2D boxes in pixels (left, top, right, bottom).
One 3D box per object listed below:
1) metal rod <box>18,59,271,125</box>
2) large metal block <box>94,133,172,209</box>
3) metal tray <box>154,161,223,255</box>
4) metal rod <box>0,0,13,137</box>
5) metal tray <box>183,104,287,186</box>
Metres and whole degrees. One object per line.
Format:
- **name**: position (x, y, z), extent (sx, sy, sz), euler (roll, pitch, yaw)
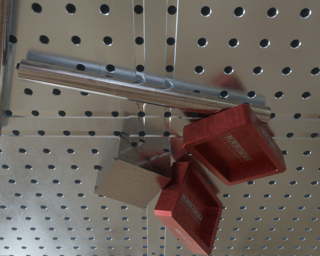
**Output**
- **metal rod**: position (-0.010, -0.041, 0.376), extent (0.302, 0.025, 0.025), euler (10, 129, -9)
- **large metal block**: position (-0.039, 0.065, 0.450), extent (0.080, 0.050, 0.080), euler (23, 126, -19)
- **metal tray**: position (0.049, 0.123, 0.471), extent (0.030, 0.090, 0.130), euler (-6, 135, 36)
- **metal rod**: position (-0.172, -0.098, 0.325), extent (0.025, 0.025, 0.298), euler (16, 128, -14)
- **metal tray**: position (0.101, 0.029, 0.413), extent (0.090, 0.030, 0.130), euler (-22, 136, 28)
